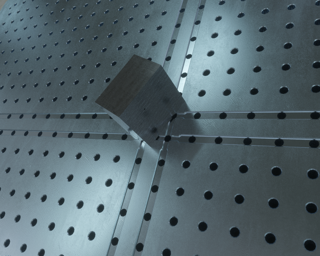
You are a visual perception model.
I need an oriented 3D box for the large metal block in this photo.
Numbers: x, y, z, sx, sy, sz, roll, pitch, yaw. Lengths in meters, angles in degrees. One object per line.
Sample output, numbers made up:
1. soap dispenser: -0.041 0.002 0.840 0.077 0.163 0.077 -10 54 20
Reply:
1. large metal block: -0.023 -0.035 0.408 0.050 0.080 0.080 30 79 38
